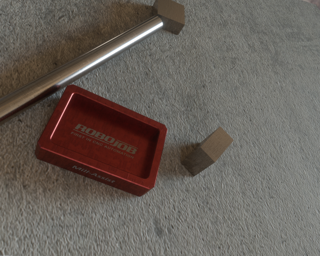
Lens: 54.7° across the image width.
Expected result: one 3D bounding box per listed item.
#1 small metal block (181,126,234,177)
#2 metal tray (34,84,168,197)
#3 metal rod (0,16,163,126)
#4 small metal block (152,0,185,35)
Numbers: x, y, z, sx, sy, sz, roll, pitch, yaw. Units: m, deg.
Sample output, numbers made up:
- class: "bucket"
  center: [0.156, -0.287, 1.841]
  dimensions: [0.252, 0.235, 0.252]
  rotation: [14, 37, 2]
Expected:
- class: "small metal block"
  center: [0.061, 0.031, 0.404]
  dimensions: [0.025, 0.050, 0.050]
  rotation: [47, 51, 4]
- class: "metal tray"
  center: [-0.062, 0.014, 0.359]
  dimensions: [0.131, 0.030, 0.090]
  rotation: [24, 53, -14]
- class: "metal rod"
  center: [-0.090, -0.091, 0.411]
  dimensions: [0.025, 0.025, 0.302]
  rotation: [45, 51, 2]
- class: "small metal block"
  center: [0.014, -0.194, 0.532]
  dimensions: [0.050, 0.025, 0.050]
  rotation: [15, 56, -20]
